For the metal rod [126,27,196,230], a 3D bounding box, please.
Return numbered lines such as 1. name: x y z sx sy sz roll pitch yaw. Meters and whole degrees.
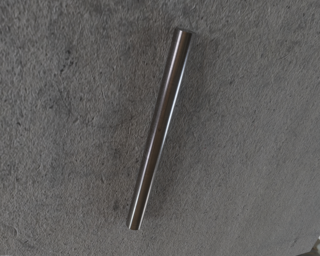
1. metal rod: -0.006 0.019 0.418 0.025 0.025 0.298 0 118 -29
